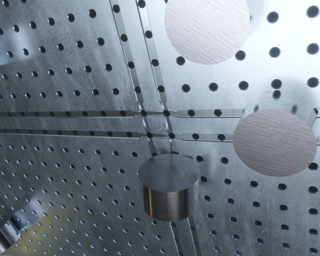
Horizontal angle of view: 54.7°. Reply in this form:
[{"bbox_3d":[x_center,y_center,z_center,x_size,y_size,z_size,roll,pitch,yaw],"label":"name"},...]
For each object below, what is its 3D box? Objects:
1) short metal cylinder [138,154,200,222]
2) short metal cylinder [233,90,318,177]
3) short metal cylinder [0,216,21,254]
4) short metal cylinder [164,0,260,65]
[{"bbox_3d":[0.013,0.078,0.417,0.080,0.080,0.050,11,123,22],"label":"short metal cylinder"},{"bbox_3d":[0.124,0.005,0.333,0.080,0.050,0.079,13,124,21],"label":"short metal cylinder"},{"bbox_3d":[-0.384,0.256,0.737,0.080,0.080,0.050,-14,111,34],"label":"short metal cylinder"},{"bbox_3d":[0.051,-0.108,0.301,0.080,0.050,0.079,13,124,21],"label":"short metal cylinder"}]
